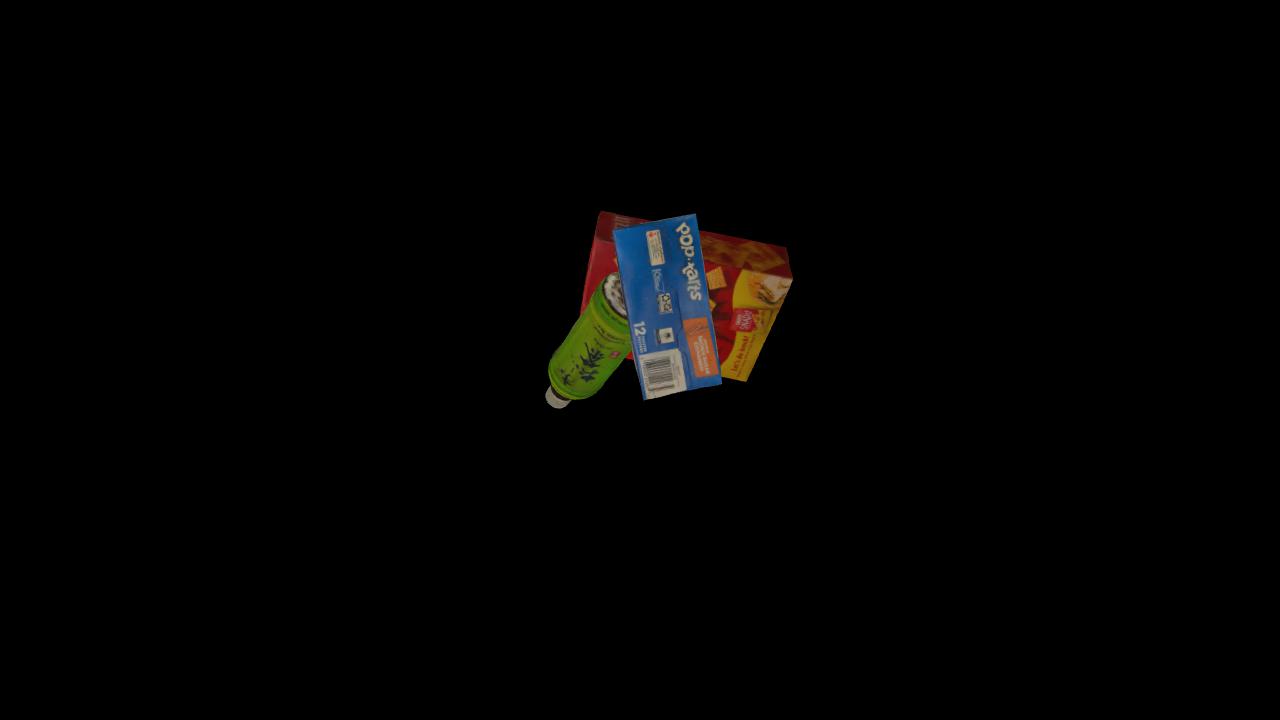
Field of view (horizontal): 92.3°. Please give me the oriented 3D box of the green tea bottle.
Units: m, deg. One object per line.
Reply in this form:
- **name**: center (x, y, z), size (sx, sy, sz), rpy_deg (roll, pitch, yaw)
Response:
- **green tea bottle**: center (-0.055, -0.009, 0.688), size (0.073, 0.073, 0.212), rpy_deg (0, -30, -32)

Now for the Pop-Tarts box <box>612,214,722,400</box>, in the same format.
- **Pop-Tarts box**: center (0.024, -0.061, 0.644), size (0.083, 0.167, 0.141), rpy_deg (-10, 11, -2)

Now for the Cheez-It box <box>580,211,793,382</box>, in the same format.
- **Cheez-It box**: center (0.045, -0.070, 0.727), size (0.223, 0.166, 0.071), rpy_deg (10, 43, -6)
